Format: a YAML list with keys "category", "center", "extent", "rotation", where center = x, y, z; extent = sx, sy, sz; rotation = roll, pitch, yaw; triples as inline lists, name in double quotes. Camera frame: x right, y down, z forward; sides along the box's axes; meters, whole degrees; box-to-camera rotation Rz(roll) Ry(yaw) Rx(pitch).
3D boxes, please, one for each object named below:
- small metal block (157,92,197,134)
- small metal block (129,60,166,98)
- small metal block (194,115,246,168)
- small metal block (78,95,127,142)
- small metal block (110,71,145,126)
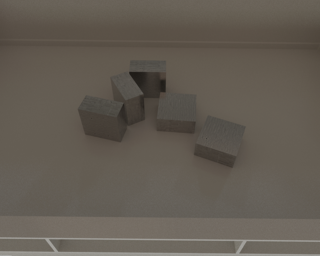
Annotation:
- category: "small metal block"
  center: [0.023, -0.021, 0.423]
  extent: [0.050, 0.025, 0.050]
  rotation: [4, 50, 3]
- category: "small metal block"
  center: [-0.017, -0.070, 0.447]
  extent: [0.050, 0.050, 0.025]
  rotation: [1, 50, 0]
- category: "small metal block"
  center: [0.076, 0.016, 0.393]
  extent: [0.050, 0.025, 0.050]
  rotation: [18, 52, 14]
- category: "small metal block"
  center: [-0.072, -0.011, 0.397]
  extent: [0.050, 0.050, 0.025]
  rotation: [12, 51, 9]
- category: "small metal block"
  center: [-0.044, -0.040, 0.422]
  extent: [0.025, 0.050, 0.050]
  rotation: [-22, 54, -18]
